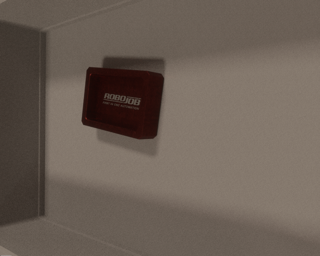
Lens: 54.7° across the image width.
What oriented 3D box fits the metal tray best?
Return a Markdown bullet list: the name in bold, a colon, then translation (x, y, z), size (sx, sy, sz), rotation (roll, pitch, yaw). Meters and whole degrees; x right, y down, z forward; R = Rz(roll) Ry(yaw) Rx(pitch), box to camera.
- **metal tray**: translation (-0.059, -0.039, 0.449), size (0.130, 0.030, 0.089), rotation (12, 98, 39)
